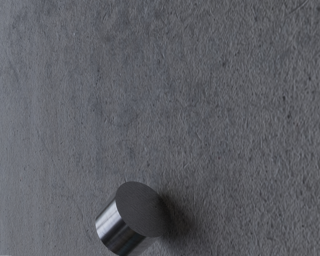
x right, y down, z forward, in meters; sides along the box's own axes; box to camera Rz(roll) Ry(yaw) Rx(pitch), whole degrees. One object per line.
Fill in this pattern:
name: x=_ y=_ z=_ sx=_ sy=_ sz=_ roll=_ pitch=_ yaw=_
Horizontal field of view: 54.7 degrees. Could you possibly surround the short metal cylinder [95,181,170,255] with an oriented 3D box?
short metal cylinder: x=-0.035 y=0.116 z=0.398 sx=0.050 sy=0.081 sz=0.080 roll=-50 pitch=61 yaw=28
